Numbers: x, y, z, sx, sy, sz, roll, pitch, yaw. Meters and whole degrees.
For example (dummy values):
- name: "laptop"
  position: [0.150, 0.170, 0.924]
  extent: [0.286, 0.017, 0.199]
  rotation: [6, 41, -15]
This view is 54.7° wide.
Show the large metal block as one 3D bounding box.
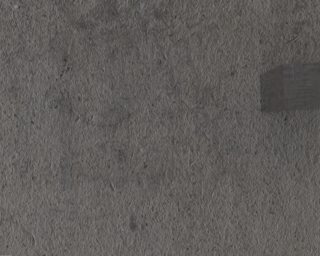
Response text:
- name: "large metal block"
  position: [0.178, -0.049, 0.384]
  extent: [0.081, 0.080, 0.050]
  rotation: [-3, 90, 0]
